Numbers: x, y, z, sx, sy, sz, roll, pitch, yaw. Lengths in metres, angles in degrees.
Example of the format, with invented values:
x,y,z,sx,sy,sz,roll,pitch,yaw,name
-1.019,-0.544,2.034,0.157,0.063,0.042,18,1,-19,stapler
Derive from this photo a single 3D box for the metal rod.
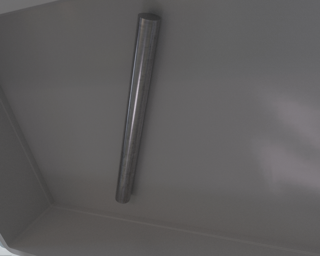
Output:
x,y,z,sx,sy,sz,roll,pitch,yaw,name
-0.037,-0.003,0.426,0.025,0.025,0.298,23,127,15,metal rod
